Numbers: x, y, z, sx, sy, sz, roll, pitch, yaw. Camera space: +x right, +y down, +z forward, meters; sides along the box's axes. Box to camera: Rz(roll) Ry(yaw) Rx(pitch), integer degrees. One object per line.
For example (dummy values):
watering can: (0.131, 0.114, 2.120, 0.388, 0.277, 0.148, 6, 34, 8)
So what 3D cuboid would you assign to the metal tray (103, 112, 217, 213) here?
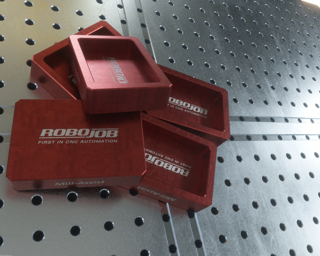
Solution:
metal tray: (0.004, 0.040, 0.381, 0.131, 0.030, 0.090, 23, 54, -14)

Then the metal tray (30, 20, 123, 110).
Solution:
metal tray: (-0.087, -0.081, 0.406, 0.090, 0.030, 0.131, 42, 51, 2)

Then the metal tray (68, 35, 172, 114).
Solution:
metal tray: (-0.052, -0.068, 0.363, 0.091, 0.030, 0.130, -5, 40, -22)

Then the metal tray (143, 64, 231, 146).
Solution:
metal tray: (0.036, -0.032, 0.441, 0.131, 0.030, 0.090, 17, 56, -19)

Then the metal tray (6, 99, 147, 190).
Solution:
metal tray: (-0.084, 0.015, 0.328, 0.131, 0.030, 0.090, -1, 62, -13)
